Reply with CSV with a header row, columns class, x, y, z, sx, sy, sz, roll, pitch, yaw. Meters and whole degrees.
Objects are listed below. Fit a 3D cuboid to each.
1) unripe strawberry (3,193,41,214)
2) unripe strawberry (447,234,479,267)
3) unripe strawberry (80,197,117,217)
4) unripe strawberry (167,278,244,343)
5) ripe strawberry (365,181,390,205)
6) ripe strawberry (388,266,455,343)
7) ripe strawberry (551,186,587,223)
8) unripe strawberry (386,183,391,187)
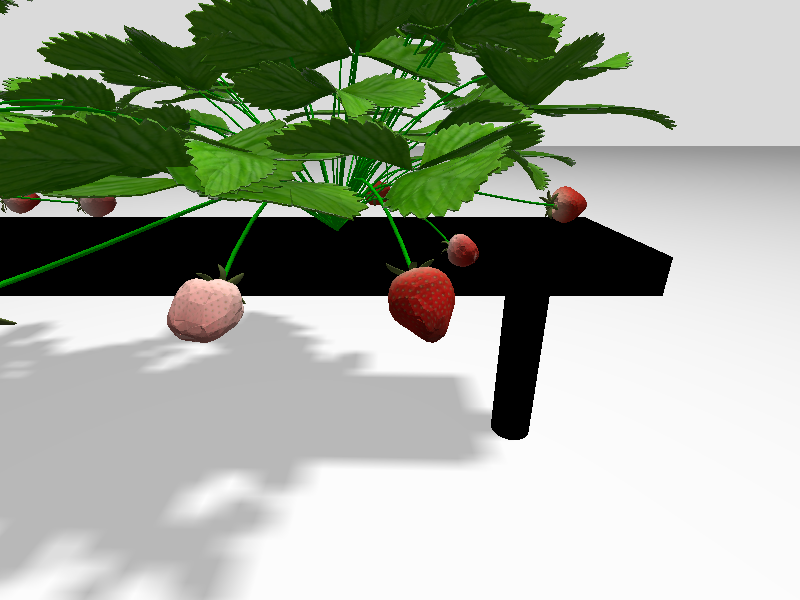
class,x,y,z,sx,sy,sz,roll,pitch,yaw
unripe strawberry,-0.399,-0.106,0.423,0.029,0.029,0.032,-16,27,-35
unripe strawberry,0.040,-0.030,0.252,0.018,0.021,0.020,-19,36,-38
unripe strawberry,-0.311,-0.101,0.414,0.030,0.030,0.028,-8,24,-19
unripe strawberry,-0.078,0.005,0.160,0.029,0.026,0.026,2,43,6
ripe strawberry,-0.024,-0.124,0.466,0.032,0.027,0.032,5,23,12
ripe strawberry,0.010,0.003,0.167,0.029,0.031,0.030,-7,-34,-17
ripe strawberry,0.163,-0.092,0.386,0.035,0.034,0.032,-4,23,-10
unripe strawberry,-0.016,-0.145,0.513,0.009,0.010,0.010,5,23,11
